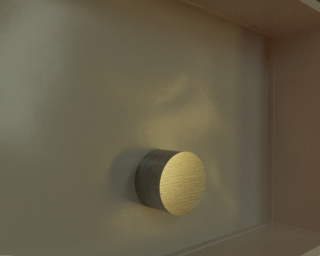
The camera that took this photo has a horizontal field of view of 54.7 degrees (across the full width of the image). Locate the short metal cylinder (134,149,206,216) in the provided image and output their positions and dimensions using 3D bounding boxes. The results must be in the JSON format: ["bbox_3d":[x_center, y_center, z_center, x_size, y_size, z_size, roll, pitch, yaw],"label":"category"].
[{"bbox_3d":[0.014,0.069,0.405,0.081,0.050,0.079,0,90,-40],"label":"short metal cylinder"}]
